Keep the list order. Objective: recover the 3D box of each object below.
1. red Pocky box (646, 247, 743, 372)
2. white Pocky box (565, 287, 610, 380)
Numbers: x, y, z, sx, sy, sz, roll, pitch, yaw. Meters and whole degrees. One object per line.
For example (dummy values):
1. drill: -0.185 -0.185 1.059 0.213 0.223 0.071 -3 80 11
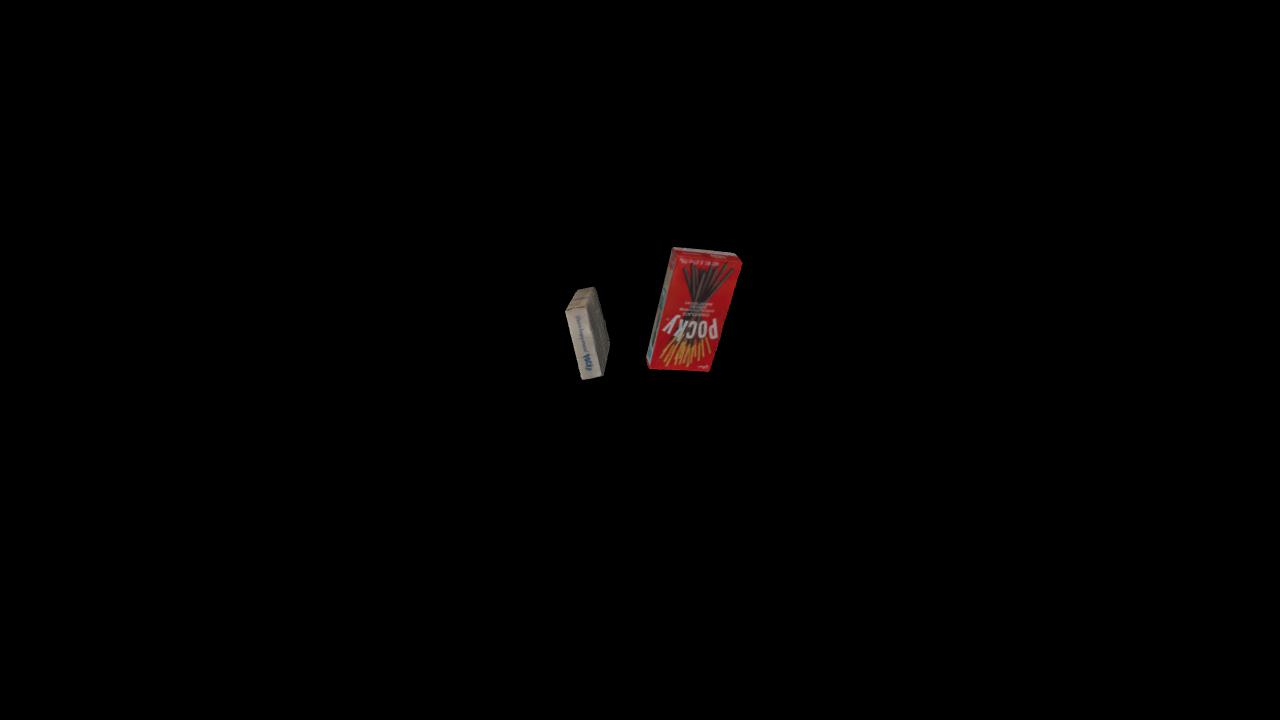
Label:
1. red Pocky box: 0.062 -0.056 0.732 0.083 0.155 0.028 1 33 -18
2. white Pocky box: -0.060 -0.037 0.744 0.028 0.084 0.154 -12 15 3
